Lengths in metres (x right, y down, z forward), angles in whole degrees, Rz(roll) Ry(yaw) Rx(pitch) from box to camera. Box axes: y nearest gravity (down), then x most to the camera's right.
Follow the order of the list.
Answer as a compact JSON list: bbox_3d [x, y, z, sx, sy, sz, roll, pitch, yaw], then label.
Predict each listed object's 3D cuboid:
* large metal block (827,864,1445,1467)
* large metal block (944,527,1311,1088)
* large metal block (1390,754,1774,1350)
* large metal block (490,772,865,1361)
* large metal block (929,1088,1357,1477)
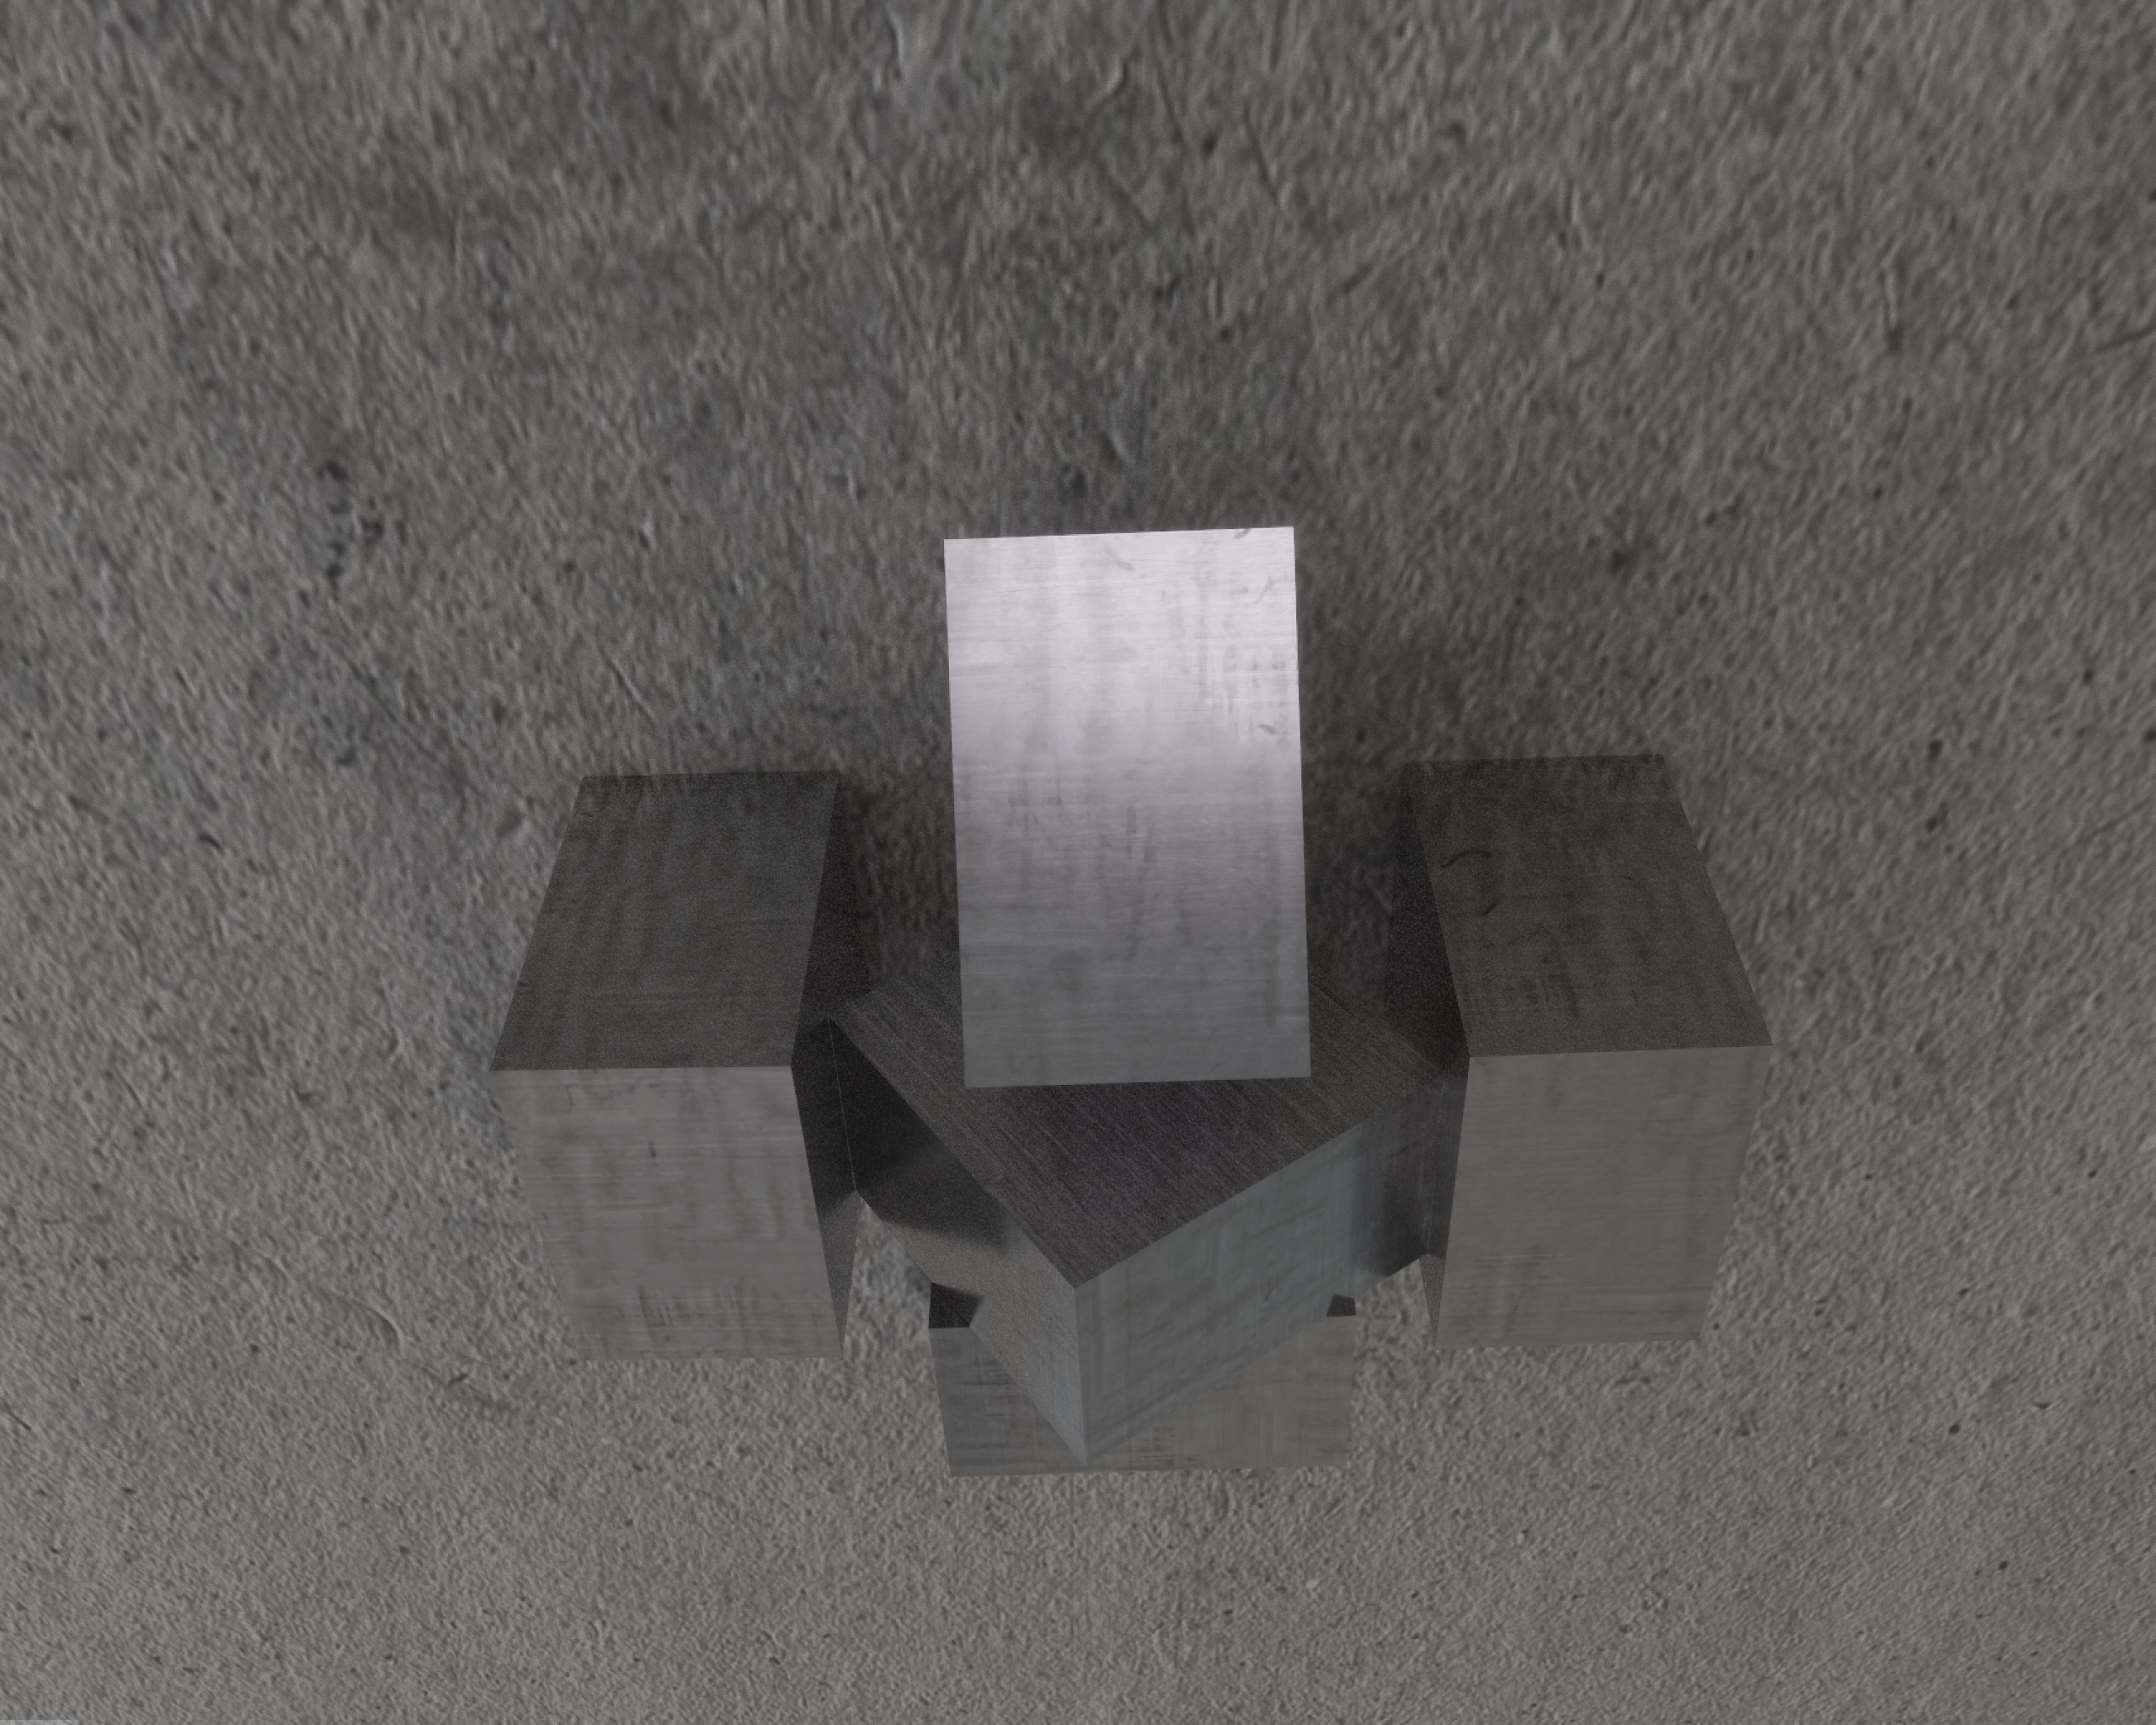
[{"bbox_3d":[0.010,0.052,0.394,0.081,0.080,0.050,-26,135,-25],"label":"large metal block"},{"bbox_3d":[0.008,-0.010,0.342,0.050,0.080,0.079,-2,92,1],"label":"large metal block"},{"bbox_3d":[0.091,0.036,0.402,0.050,0.080,0.079,-2,130,0],"label":"large metal block"},{"bbox_3d":[-0.071,0.039,0.403,0.050,0.080,0.079,-1,130,2],"label":"large metal block"},{"bbox_3d":[0.013,0.079,0.438,0.080,0.080,0.050,-2,131,1],"label":"large metal block"}]
